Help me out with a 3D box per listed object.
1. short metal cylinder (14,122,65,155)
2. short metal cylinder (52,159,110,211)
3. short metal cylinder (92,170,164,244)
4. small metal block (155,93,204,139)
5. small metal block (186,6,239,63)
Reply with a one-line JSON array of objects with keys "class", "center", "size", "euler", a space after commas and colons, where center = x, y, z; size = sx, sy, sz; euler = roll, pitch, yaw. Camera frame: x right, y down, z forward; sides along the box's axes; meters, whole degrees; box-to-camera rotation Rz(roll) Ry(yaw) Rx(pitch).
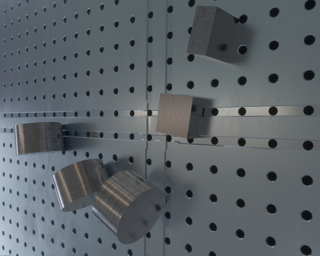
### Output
[{"class": "short metal cylinder", "center": [-0.213, 0.020, 0.549], "size": [0.080, 0.081, 0.050], "euler": [-10, 84, 39]}, {"class": "short metal cylinder", "center": [-0.115, 0.087, 0.469], "size": [0.080, 0.081, 0.050], "euler": [-37, 67, 34]}, {"class": "short metal cylinder", "center": [-0.040, 0.103, 0.407], "size": [0.050, 0.081, 0.079], "euler": [28, 108, 36]}, {"class": "small metal block", "center": [0.024, -0.016, 0.389], "size": [0.050, 0.025, 0.050], "euler": [12, 98, 39]}, {"class": "small metal block", "center": [0.059, -0.103, 0.344], "size": [0.025, 0.050, 0.050], "euler": [20, 103, 38]}]
